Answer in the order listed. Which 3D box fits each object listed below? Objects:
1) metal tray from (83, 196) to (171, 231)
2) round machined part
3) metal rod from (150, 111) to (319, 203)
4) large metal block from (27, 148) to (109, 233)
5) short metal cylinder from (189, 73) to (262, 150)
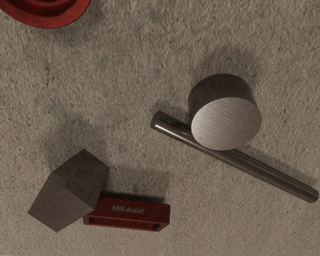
[{"bbox_3d":[-0.056,0.141,0.501,0.131,0.030,0.090,8,153,-8],"label":"metal tray"},{"bbox_3d":[-0.104,-0.143,0.273,0.099,0.042,0.097,-1,130,0],"label":"round machined part"},{"bbox_3d":[0.121,0.050,0.451,0.302,0.025,0.025,26,125,-21],"label":"metal rod"},{"bbox_3d":[-0.127,0.088,0.440,0.080,0.080,0.050,-34,114,25],"label":"large metal block"},{"bbox_3d":[0.076,-0.019,0.376,0.081,0.050,0.079,0,130,0],"label":"short metal cylinder"}]
